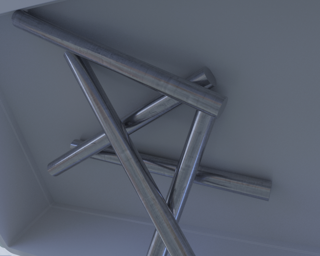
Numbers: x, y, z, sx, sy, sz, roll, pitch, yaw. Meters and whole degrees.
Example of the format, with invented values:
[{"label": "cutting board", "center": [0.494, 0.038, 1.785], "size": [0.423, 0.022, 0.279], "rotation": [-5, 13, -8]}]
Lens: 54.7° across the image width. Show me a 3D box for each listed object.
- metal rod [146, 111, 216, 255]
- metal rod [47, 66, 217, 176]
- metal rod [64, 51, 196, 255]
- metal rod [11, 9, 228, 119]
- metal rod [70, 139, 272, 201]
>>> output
[{"label": "metal rod", "center": [0.014, 0.105, 0.382], "size": [0.025, 0.025, 0.298], "rotation": [21, 100, 16]}, {"label": "metal rod", "center": [-0.057, 0.004, 0.421], "size": [0.299, 0.025, 0.025], "rotation": [-29, 103, 31]}, {"label": "metal rod", "center": [-0.042, 0.027, 0.378], "size": [0.025, 0.025, 0.299], "rotation": [-41, 74, 39]}, {"label": "metal rod", "center": [-0.063, -0.084, 0.368], "size": [0.301, 0.025, 0.025], "rotation": [27, 128, 19]}, {"label": "metal rod", "center": [0.000, 0.054, 0.442], "size": [0.301, 0.025, 0.025], "rotation": [10, 123, 22]}]
